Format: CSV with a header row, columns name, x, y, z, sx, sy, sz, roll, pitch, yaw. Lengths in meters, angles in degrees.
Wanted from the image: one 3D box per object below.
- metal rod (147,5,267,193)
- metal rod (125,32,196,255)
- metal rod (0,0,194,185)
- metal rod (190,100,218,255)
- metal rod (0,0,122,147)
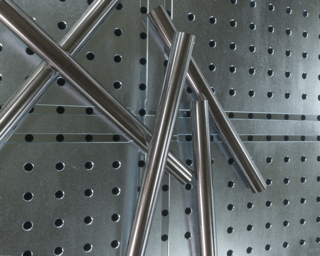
name,x,y,z,sx,sy,sz,roll,pitch,yaw
metal rod,0.072,-0.033,0.440,0.025,0.025,0.299,-36,102,-17
metal rod,-0.004,0.036,0.379,0.025,0.025,0.298,9,99,-20
metal rod,-0.063,-0.028,0.371,0.300,0.025,0.025,44,76,-22
metal rod,0.063,0.111,0.430,0.025,0.025,0.298,-6,95,-20
metal rod,-0.141,-0.053,0.360,0.025,0.025,0.300,39,77,-16
